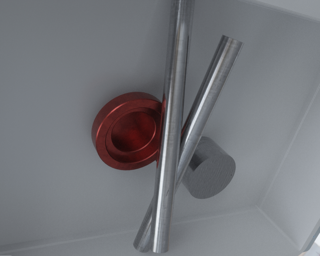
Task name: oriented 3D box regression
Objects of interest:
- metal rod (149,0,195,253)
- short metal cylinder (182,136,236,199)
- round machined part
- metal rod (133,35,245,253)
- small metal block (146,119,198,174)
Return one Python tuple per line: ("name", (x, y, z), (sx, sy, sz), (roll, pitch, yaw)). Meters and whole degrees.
("metal rod", (0.012, 0.001, 0.355), (0.025, 0.025, 0.298), (0, 101, -29))
("short metal cylinder", (0.066, 0.060, 0.468), (0.081, 0.050, 0.079), (-14, 125, -21))
("round machined part", (-0.035, 0.000, 0.380), (0.099, 0.042, 0.097), (-14, 125, -21))
("metal rod", (0.026, 0.035, 0.381), (0.025, 0.025, 0.298), (8, 114, -32))
("small metal block", (0.014, 0.024, 0.417), (0.025, 0.050, 0.050), (32, 100, -39))
